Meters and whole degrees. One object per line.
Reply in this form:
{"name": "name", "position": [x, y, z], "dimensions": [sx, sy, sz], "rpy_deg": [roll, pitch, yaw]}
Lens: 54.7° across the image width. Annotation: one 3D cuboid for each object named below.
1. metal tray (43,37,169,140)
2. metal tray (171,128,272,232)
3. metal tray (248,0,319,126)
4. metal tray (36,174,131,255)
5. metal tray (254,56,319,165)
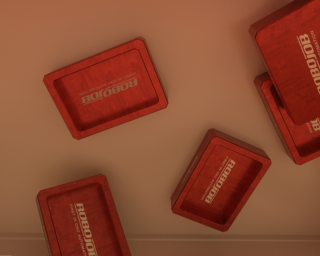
{"name": "metal tray", "position": [-0.065, -0.049, 0.389], "dimensions": [0.130, 0.030, 0.090], "rpy_deg": [-20, 109, 7]}
{"name": "metal tray", "position": [0.082, 0.076, 0.437], "dimensions": [0.090, 0.030, 0.129], "rpy_deg": [23, 108, -9]}
{"name": "metal tray", "position": [0.167, -0.075, 0.342], "dimensions": [0.090, 0.030, 0.130], "rpy_deg": [-28, 116, 16]}
{"name": "metal tray", "position": [-0.098, 0.134, 0.399], "dimensions": [0.091, 0.030, 0.130], "rpy_deg": [-12, 73, -30]}
{"name": "metal tray", "position": [0.191, -0.026, 0.400], "dimensions": [0.090, 0.030, 0.130], "rpy_deg": [-28, 108, 9]}
